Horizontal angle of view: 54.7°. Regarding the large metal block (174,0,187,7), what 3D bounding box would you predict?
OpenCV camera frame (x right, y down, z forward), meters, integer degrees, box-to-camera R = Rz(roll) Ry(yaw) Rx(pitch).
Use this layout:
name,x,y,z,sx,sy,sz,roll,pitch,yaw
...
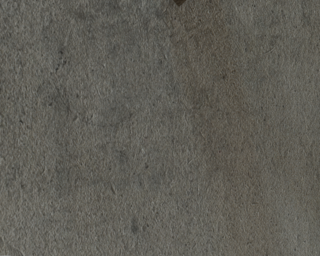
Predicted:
name,x,y,z,sx,sy,sz,roll,pitch,yaw
large metal block,0.049,-0.215,0.397,0.050,0.080,0.080,45,76,-15
